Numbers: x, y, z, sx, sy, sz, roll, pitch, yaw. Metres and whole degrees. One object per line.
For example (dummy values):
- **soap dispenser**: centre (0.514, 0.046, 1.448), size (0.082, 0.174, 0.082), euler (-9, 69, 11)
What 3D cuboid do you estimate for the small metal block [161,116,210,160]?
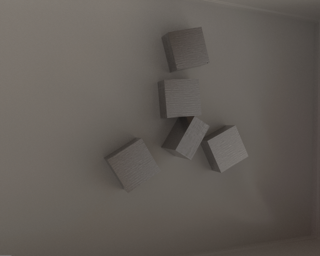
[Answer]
- **small metal block**: centre (0.033, 0.012, 0.411), size (0.025, 0.050, 0.050), euler (34, 79, -17)

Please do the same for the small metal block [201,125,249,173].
- **small metal block**: centre (0.092, 0.029, 0.446), size (0.050, 0.025, 0.050), euler (-27, 99, -18)

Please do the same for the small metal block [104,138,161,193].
- **small metal block**: centre (-0.036, 0.047, 0.398), size (0.050, 0.025, 0.050), euler (-33, 101, -17)

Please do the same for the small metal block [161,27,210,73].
- **small metal block**: centre (0.035, -0.107, 0.425), size (0.050, 0.025, 0.050), euler (-16, 96, -20)

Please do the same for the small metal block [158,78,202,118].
- **small metal block**: centre (0.027, -0.040, 0.421), size (0.050, 0.025, 0.050), euler (-5, 92, -20)
